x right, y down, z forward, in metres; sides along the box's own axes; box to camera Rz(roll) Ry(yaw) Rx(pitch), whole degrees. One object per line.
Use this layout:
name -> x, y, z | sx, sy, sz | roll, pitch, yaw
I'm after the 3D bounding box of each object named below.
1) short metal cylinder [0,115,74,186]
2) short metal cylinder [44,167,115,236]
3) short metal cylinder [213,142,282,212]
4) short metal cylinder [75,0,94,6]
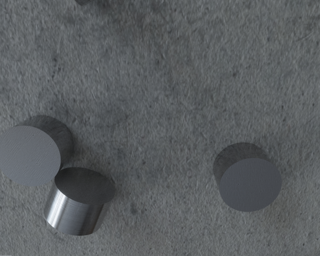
short metal cylinder -> -0.160, 0.028, 0.401 | 0.080, 0.050, 0.079 | 1, 106, 2
short metal cylinder -> -0.107, 0.096, 0.414 | 0.080, 0.080, 0.050 | 21, 109, -8
short metal cylinder -> 0.117, 0.066, 0.423 | 0.081, 0.050, 0.079 | 0, 110, -1
short metal cylinder -> -0.079, -0.174, 0.315 | 0.050, 0.080, 0.080 | -26, 108, 9
